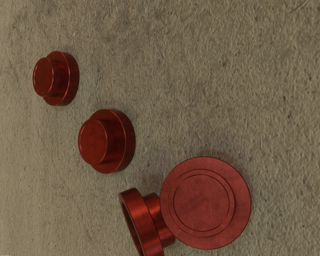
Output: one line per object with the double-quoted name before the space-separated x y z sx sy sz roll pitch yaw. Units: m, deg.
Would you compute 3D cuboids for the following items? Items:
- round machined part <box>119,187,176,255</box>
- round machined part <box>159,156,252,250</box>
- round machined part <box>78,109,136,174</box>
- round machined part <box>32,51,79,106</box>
"round machined part" -0.014 0.119 0.386 0.098 0.042 0.098 161 90 -74
"round machined part" 0.047 0.079 0.331 0.098 0.042 0.098 -3 78 15
"round machined part" -0.086 0.020 0.465 0.098 0.042 0.097 0 90 40
"round machined part" -0.190 -0.088 0.552 0.098 0.042 0.097 0 90 40
